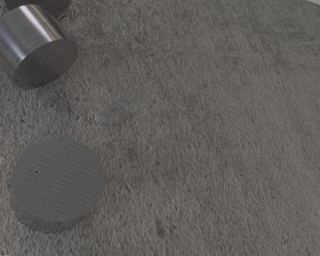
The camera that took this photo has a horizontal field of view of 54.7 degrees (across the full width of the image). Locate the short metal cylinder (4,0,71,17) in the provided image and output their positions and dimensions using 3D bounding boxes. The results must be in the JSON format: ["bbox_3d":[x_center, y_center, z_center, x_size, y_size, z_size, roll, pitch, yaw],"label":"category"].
[{"bbox_3d":[-0.160,-0.183,0.394,0.081,0.080,0.050,-12,68,-33],"label":"short metal cylinder"}]

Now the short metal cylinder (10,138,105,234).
[{"bbox_3d":[-0.099,0.056,0.300,0.081,0.050,0.080,14,56,-21],"label":"short metal cylinder"}]

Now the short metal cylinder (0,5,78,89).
[{"bbox_3d":[-0.141,-0.089,0.347,0.081,0.080,0.050,-34,81,-38],"label":"short metal cylinder"}]
